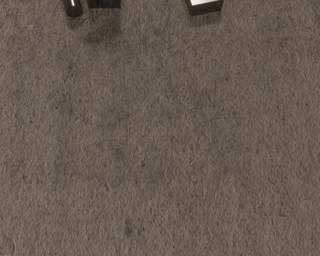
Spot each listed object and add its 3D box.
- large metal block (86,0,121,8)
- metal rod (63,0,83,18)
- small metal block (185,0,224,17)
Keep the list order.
[{"bbox_3d":[-0.088,-0.240,0.466,0.050,0.080,0.080,-1,70,-1],"label":"large metal block"},{"bbox_3d":[-0.175,-0.311,0.519,0.025,0.025,0.299,-16,71,-6],"label":"metal rod"},{"bbox_3d":[0.067,-0.207,0.485,0.050,0.025,0.050,-13,71,-5],"label":"small metal block"}]
